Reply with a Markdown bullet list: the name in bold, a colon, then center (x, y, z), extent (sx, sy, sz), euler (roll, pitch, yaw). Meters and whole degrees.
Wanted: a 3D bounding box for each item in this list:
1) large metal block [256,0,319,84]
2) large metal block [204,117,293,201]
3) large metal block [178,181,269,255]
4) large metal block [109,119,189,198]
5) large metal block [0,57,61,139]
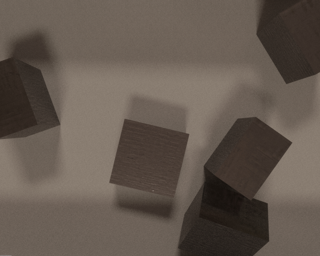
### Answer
- **large metal block**: center (0.175, -0.107, 0.386), extent (0.050, 0.080, 0.080), euler (-31, 90, 0)
- **large metal block**: center (0.104, 0.034, 0.385), extent (0.050, 0.080, 0.080), euler (35, 90, -1)
- **large metal block**: center (0.076, 0.121, 0.380), extent (0.080, 0.050, 0.079), euler (19, 133, -1)
- **large metal block**: center (-0.013, 0.037, 0.399), extent (0.080, 0.050, 0.080), euler (13, 90, -1)
- **large metal block**: center (-0.173, -0.033, 0.382), extent (0.050, 0.080, 0.080), euler (-20, 90, 0)
